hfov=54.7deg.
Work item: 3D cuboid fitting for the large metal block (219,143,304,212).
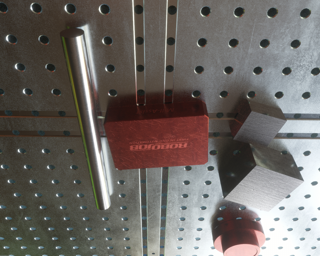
[{"bbox_3d":[0.147,0.073,0.460,0.081,0.050,0.079,19,127,-16],"label":"large metal block"}]

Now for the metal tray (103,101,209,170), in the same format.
[{"bbox_3d":[-0.002,0.013,0.419,0.131,0.030,0.089,-4,130,3],"label":"metal tray"}]

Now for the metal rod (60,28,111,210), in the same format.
[{"bbox_3d":[-0.094,0.013,0.421,0.025,0.025,0.298,0,130,-1],"label":"metal rod"}]

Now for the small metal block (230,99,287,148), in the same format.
[{"bbox_3d":[0.128,-0.005,0.410,0.050,0.025,0.050,14,129,-12],"label":"small metal block"}]

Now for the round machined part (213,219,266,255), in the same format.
[{"bbox_3d":[0.151,0.219,0.589,0.099,0.042,0.097,-1,130,0],"label":"round machined part"}]
